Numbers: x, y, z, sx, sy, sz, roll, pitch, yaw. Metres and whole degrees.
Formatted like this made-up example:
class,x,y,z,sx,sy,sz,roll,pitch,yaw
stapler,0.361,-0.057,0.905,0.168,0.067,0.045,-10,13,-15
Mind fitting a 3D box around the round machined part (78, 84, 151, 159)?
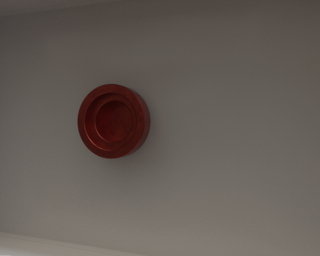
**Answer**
class,x,y,z,sx,sy,sz,roll,pitch,yaw
round machined part,-0.058,-0.009,0.421,0.098,0.042,0.097,0,90,19
